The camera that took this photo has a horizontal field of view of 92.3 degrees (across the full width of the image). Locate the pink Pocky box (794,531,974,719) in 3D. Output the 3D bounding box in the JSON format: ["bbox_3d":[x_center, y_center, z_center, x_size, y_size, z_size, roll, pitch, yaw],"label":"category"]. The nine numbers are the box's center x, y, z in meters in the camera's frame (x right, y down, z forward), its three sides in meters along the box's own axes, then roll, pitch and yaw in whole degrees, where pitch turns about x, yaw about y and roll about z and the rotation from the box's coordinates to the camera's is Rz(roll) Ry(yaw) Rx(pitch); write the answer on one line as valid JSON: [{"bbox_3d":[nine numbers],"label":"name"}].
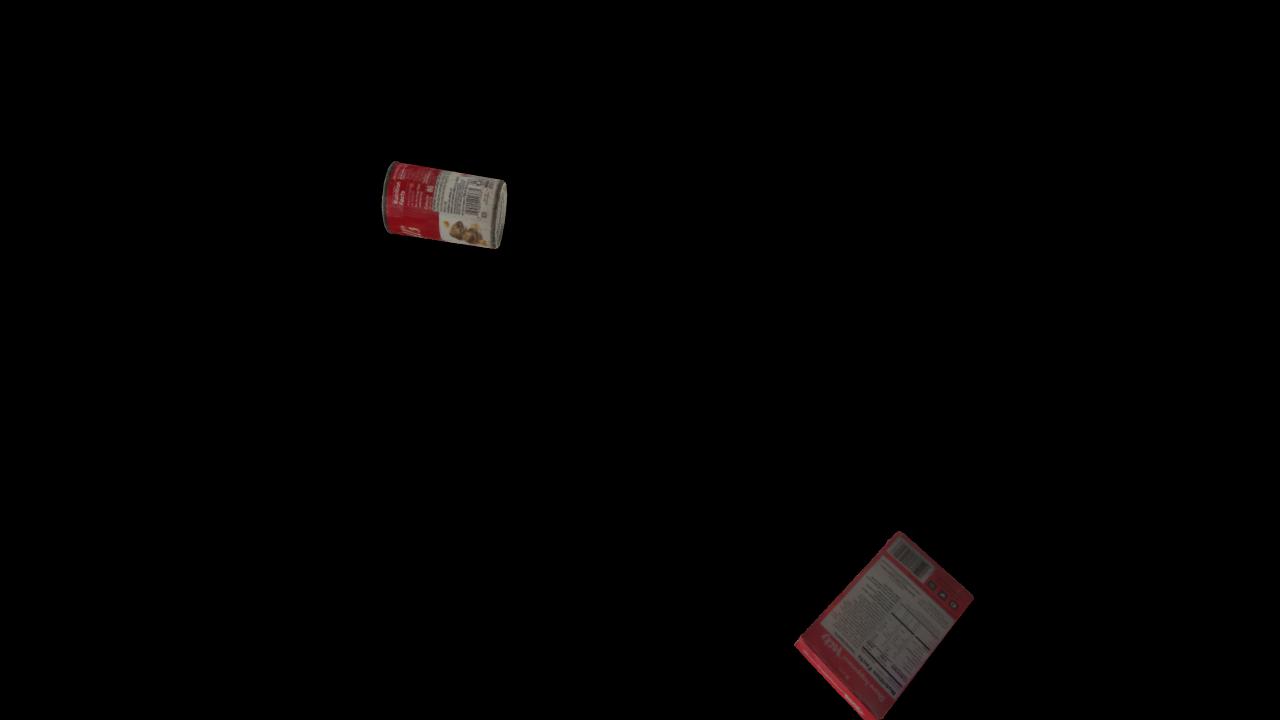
[{"bbox_3d":[0.218,0.233,0.548,0.155,0.029,0.084,-32,61,-28],"label":"pink Pocky box"}]

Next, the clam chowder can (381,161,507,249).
[{"bbox_3d":[-0.183,-0.146,0.585,0.102,0.068,0.068,7,-1,-7],"label":"clam chowder can"}]
